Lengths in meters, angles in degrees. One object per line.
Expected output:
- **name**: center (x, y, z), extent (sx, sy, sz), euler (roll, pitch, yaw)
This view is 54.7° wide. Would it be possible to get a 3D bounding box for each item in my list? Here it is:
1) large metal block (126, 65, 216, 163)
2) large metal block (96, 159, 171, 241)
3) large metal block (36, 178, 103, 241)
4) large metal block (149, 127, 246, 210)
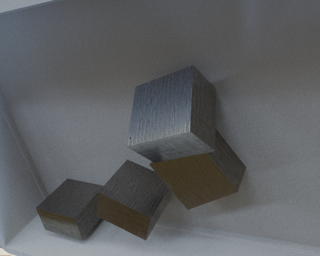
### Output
- **large metal block**: center (0.014, -0.013, 0.347), extent (0.080, 0.080, 0.050), euler (-15, 146, 34)
- **large metal block**: center (-0.035, 0.102, 0.453), extent (0.080, 0.080, 0.050), euler (22, 126, 15)
- **large metal block**: center (-0.147, 0.137, 0.533), extent (0.080, 0.080, 0.050), euler (6, 121, 25)
- **large metal block**: center (0.048, 0.048, 0.396), extent (0.080, 0.050, 0.080), euler (-33, 101, 38)
